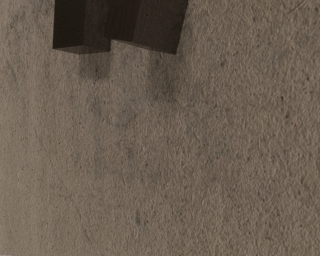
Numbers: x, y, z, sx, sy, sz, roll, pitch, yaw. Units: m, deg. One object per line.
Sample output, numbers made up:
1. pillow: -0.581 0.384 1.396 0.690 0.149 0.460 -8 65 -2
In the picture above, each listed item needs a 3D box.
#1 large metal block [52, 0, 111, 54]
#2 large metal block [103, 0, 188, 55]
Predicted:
1. large metal block: -0.122 -0.162 0.487 0.080 0.050 0.079 7 94 39
2. large metal block: -0.015 -0.140 0.379 0.050 0.081 0.079 21 103 38
